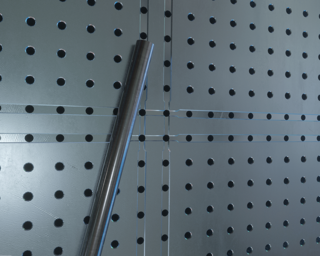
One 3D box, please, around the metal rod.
[{"bbox_3d":[-0.055,0.034,0.393,0.025,0.025,0.299,16,85,-20],"label":"metal rod"}]
